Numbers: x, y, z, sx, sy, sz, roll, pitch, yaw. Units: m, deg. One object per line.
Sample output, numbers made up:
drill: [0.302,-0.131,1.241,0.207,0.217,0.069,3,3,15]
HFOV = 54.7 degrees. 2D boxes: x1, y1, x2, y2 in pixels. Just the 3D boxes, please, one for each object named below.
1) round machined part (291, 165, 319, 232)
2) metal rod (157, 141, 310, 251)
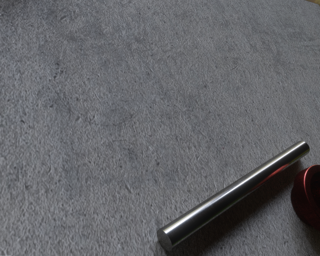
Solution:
round machined part: [0.233,0.107,0.453,0.099,0.042,0.098,14,56,-21]
metal rod: [0.119,0.077,0.420,0.302,0.025,0.025,-21,73,-36]
